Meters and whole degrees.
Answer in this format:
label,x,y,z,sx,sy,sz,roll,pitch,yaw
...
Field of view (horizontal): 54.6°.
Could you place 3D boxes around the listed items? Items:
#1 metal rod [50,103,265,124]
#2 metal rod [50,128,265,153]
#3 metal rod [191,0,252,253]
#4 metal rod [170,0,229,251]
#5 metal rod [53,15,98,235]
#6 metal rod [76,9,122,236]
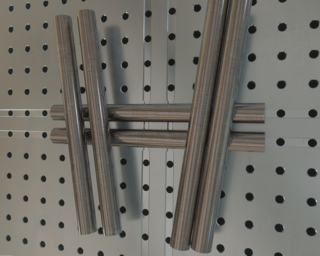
label,x,y,z,sx,sy,sz,roll,pitch,yaw
metal rod,-0.017,-0.020,0.420,0.301,0.025,0.025,1,91,20
metal rod,-0.016,0.014,0.419,0.301,0.025,0.025,1,91,20
metal rod,0.071,-0.004,0.362,0.025,0.025,0.298,10,93,20
metal rod,0.047,-0.003,0.371,0.025,0.025,0.298,10,93,20
metal rod,-0.117,-0.006,0.429,0.025,0.025,0.299,-9,87,20
metal rod,-0.082,-0.009,0.416,0.025,0.025,0.299,-8,87,20
